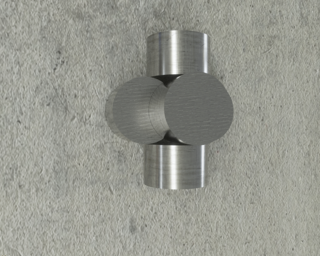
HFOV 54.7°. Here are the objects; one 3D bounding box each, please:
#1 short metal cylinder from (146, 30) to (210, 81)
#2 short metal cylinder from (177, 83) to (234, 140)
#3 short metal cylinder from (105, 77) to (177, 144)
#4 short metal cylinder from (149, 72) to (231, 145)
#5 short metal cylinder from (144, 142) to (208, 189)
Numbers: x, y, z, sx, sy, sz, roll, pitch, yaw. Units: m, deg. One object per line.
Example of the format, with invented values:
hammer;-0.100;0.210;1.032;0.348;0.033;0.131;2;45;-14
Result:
short metal cylinder;0.023;-0.086;0.391;0.081;0.080;0.050;0;90;-20
short metal cylinder;0.050;-0.022;0.417;0.081;0.050;0.079;0;90;-21
short metal cylinder;-0.025;-0.021;0.388;0.081;0.050;0.079;0;90;-21
short metal cylinder;0.033;-0.021;0.356;0.081;0.050;0.079;0;90;-21
short metal cylinder;0.020;0.044;0.390;0.081;0.080;0.050;0;90;-20
